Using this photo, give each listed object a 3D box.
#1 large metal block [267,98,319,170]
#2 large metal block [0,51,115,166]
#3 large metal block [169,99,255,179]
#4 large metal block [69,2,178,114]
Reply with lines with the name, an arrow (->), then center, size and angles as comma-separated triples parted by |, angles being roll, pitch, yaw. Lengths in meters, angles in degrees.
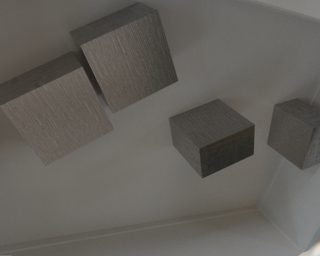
large metal block -> 0.228, 0.008, 0.506 | 0.050, 0.080, 0.079 | -16, 125, -20
large metal block -> -0.106, -0.021, 0.323 | 0.080, 0.050, 0.080 | -29, 129, -10
large metal block -> 0.069, 0.011, 0.419 | 0.081, 0.080, 0.050 | -22, 127, -16
large metal block -> -0.036, -0.075, 0.328 | 0.080, 0.050, 0.080 | -28, 128, -11
